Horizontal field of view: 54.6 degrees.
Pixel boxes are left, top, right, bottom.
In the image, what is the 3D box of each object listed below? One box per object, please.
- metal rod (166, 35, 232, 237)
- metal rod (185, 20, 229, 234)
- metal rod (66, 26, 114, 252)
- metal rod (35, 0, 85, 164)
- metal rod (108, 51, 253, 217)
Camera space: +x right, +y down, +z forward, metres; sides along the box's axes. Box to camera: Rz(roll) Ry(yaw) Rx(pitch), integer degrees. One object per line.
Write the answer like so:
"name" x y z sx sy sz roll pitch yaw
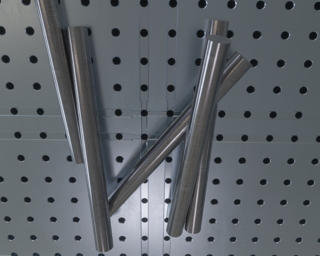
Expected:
"metal rod" 0.040 0.035 0.387 0.025 0.025 0.298 7 125 -3
"metal rod" 0.059 0.012 0.418 0.025 0.025 0.298 4 110 -1
"metal rod" -0.089 0.025 0.405 0.025 0.025 0.298 -4 104 1
"metal rod" -0.125 -0.095 0.377 0.025 0.025 0.298 -6 110 2
"metal rod" 0.004 0.026 0.405 0.025 0.025 0.299 36 112 -12
